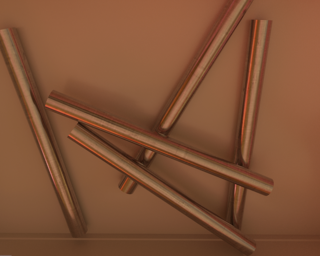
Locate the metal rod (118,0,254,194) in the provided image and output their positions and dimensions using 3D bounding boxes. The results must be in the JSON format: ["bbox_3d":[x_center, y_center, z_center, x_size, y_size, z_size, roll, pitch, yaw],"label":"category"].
[{"bbox_3d":[0.026,-0.036,0.398,0.025,0.025,0.298,28,107,-10],"label":"metal rod"}]

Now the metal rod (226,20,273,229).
[{"bbox_3d":[0.115,0.012,0.417,0.025,0.025,0.298,2,110,-1],"label":"metal rod"}]

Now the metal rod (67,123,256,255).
[{"bbox_3d":[0.012,0.087,0.415,0.301,0.025,0.025,36,106,-13],"label":"metal rod"}]

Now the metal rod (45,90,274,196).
[{"bbox_3d":[0.007,0.022,0.391,0.302,0.025,0.025,22,108,-9],"label":"metal rod"}]

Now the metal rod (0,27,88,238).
[{"bbox_3d":[-0.153,0.020,0.416,0.025,0.025,0.298,-12,110,4],"label":"metal rod"}]
